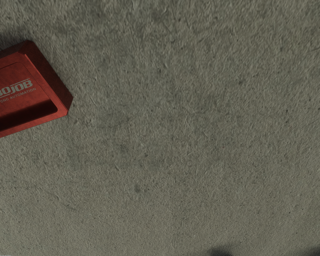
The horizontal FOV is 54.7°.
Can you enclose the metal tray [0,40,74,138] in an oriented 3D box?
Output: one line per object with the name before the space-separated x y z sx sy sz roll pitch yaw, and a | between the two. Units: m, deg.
metal tray | -0.184 -0.039 0.368 0.130 0.030 0.090 -17 128 14
